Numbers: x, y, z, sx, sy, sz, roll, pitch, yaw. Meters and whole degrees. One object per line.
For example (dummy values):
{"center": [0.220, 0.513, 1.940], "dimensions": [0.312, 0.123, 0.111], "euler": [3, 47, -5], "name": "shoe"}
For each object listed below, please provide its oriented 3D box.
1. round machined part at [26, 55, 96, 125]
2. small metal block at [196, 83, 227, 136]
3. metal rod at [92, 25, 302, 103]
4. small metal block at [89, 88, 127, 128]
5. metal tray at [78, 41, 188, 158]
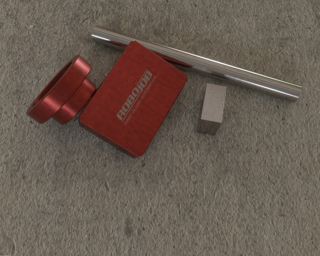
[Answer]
{"center": [-0.120, -0.043, 0.394], "dimensions": [0.042, 0.098, 0.098], "euler": [42, 71, -24], "name": "round machined part"}
{"center": [0.067, -0.023, 0.404], "dimensions": [0.025, 0.050, 0.050], "euler": [11, 70, 4], "name": "small metal block"}
{"center": [0.047, -0.093, 0.442], "dimensions": [0.301, 0.025, 0.025], "euler": [18, 71, 6], "name": "metal rod"}
{"center": [-0.066, -0.026, 0.417], "dimensions": [0.050, 0.025, 0.050], "euler": [1, 70, 0], "name": "small metal block"}
{"center": [-0.033, -0.037, 0.404], "dimensions": [0.090, 0.030, 0.130], "euler": [33, 72, -8], "name": "metal tray"}
